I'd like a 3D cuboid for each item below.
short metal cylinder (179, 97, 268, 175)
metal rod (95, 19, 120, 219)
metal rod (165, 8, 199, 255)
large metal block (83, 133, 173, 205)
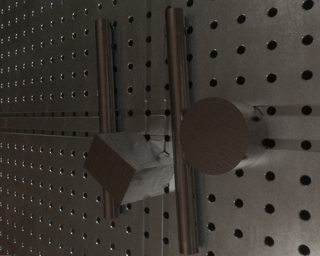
[{"bbox_3d":[0.068,0.008,0.335,0.080,0.050,0.079,0,90,39],"label":"short metal cylinder"},{"bbox_3d":[-0.080,-0.015,0.472,0.025,0.025,0.298,-5,87,39],"label":"metal rod"},{"bbox_3d":[0.027,0.002,0.385,0.025,0.025,0.298,-6,86,39],"label":"metal rod"},{"bbox_3d":[-0.037,0.048,0.402,0.080,0.081,0.050,36,112,33],"label":"large metal block"}]
